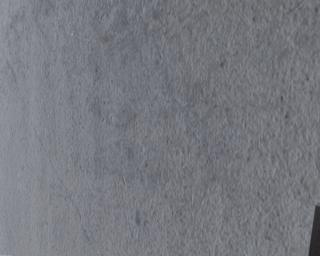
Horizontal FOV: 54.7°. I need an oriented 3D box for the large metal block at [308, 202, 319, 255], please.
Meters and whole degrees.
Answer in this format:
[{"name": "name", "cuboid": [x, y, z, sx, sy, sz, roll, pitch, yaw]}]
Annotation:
[{"name": "large metal block", "cuboid": [0.153, 0.098, 0.242, 0.050, 0.081, 0.079, 10, 96, 39]}]
